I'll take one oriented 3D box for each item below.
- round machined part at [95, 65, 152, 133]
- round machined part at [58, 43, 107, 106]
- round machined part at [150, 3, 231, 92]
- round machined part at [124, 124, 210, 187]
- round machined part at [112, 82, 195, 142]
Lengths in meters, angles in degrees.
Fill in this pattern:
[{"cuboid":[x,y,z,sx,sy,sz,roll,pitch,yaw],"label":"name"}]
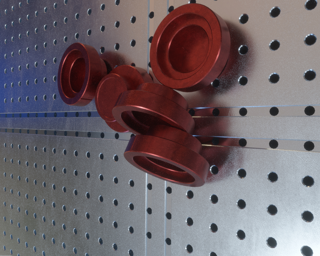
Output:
[{"cuboid":[-0.056,-0.042,0.446,0.098,0.042,0.097,0,90,40],"label":"round machined part"},{"cuboid":[-0.121,-0.083,0.495,0.098,0.042,0.098,-4,84,45],"label":"round machined part"},{"cuboid":[0.038,-0.090,0.364,0.098,0.042,0.098,-5,82,39],"label":"round machined part"},{"cuboid":[0.011,0.030,0.363,0.098,0.098,0.042,3,62,40],"label":"round machined part"},{"cuboid":[-0.004,-0.019,0.375,0.098,0.098,0.042,3,62,40],"label":"round machined part"}]
